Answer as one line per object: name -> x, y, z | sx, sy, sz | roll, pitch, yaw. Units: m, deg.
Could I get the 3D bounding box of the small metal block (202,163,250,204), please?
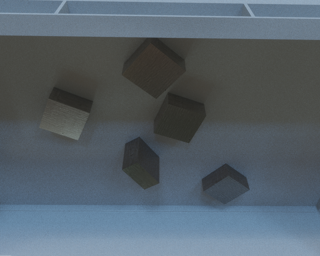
small metal block -> 0.102, 0.088, 0.485 | 0.050, 0.025, 0.050 | 34, 122, -26

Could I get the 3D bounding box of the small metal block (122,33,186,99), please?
small metal block -> -0.007, -0.069, 0.350 | 0.050, 0.025, 0.050 | 33, 122, -25

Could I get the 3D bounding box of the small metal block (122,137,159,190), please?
small metal block -> -0.025, 0.049, 0.434 | 0.025, 0.050, 0.050 | -27, 125, 21

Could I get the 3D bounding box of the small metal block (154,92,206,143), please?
small metal block -> 0.024, -0.012, 0.399 | 0.050, 0.025, 0.050 | 16, 128, -14

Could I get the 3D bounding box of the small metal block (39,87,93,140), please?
small metal block -> -0.119, -0.017, 0.393 | 0.050, 0.025, 0.050 | 20, 127, -17
